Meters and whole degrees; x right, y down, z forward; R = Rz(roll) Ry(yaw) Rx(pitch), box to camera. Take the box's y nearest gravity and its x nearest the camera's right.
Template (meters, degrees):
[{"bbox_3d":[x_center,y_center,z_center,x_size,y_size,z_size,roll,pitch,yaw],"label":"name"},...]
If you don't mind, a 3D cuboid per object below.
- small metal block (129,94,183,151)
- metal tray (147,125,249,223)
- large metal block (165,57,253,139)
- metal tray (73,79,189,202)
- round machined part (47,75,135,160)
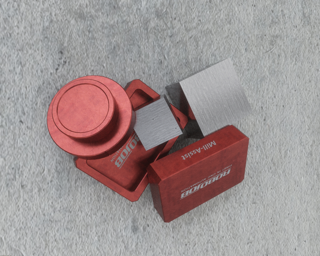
[{"bbox_3d":[-0.006,-0.007,0.384,0.050,0.025,0.050,-26,102,10],"label":"small metal block"},{"bbox_3d":[0.052,0.060,0.402,0.131,0.030,0.089,-24,134,-18],"label":"metal tray"},{"bbox_3d":[0.066,-0.039,0.421,0.080,0.050,0.080,-28,100,-18],"label":"large metal block"},{"bbox_3d":[-0.035,0.015,0.394,0.090,0.030,0.130,37,78,-17],"label":"metal tray"},{"bbox_3d":[-0.080,-0.016,0.349,0.099,0.042,0.098,-1,73,5],"label":"round machined part"}]
